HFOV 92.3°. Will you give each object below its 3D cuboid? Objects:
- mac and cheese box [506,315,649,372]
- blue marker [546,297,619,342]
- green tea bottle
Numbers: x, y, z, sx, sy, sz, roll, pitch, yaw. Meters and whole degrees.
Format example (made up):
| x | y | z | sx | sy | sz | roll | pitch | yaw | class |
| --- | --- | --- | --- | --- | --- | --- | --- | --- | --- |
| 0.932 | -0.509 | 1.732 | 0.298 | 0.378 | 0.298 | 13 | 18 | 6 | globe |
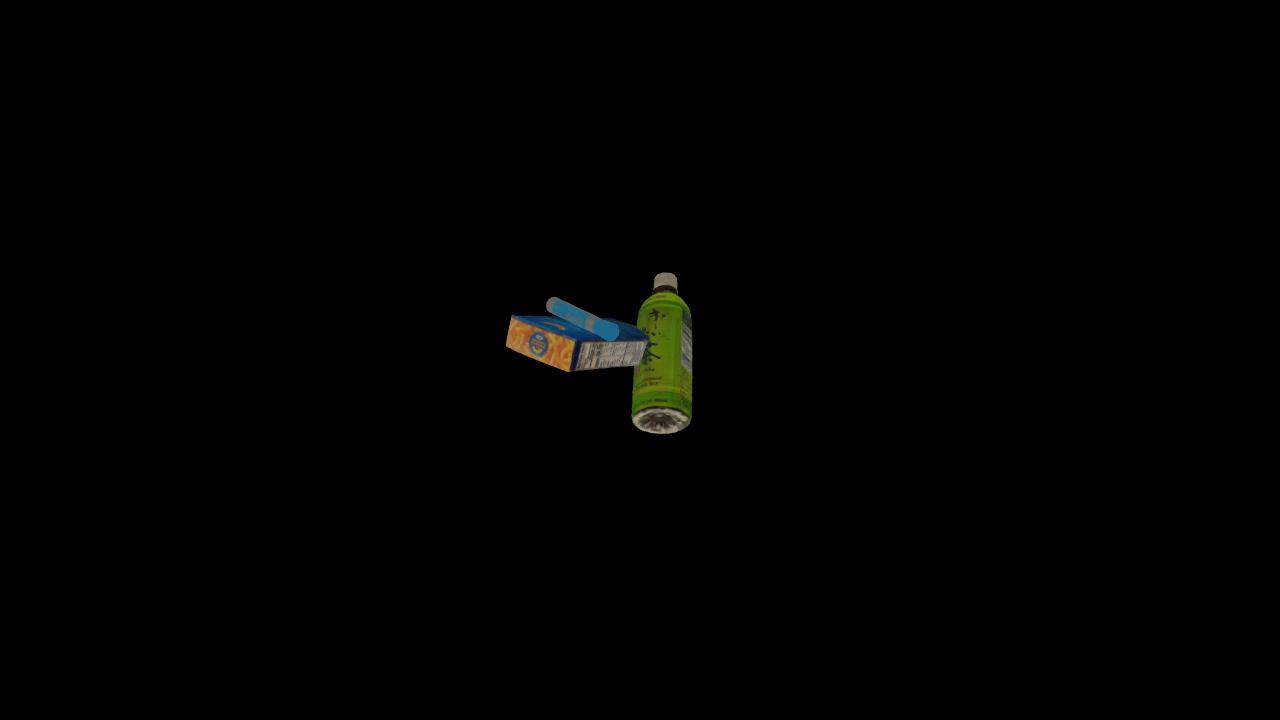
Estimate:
| x | y | z | sx | sy | sz | roll | pitch | yaw | class |
| --- | --- | --- | --- | --- | --- | --- | --- | --- | --- |
| -0.054 | -0.021 | 0.704 | 0.093 | 0.041 | 0.184 | 22 | 14 | 30 | mac and cheese box |
| -0.060 | -0.043 | 0.639 | 0.020 | 0.020 | 0.121 | 0 | 18 | -39 | blue marker |
| 0.030 | -0.017 | 0.750 | 0.073 | 0.212 | 0.073 | 3 | -34 | 2 | green tea bottle |
